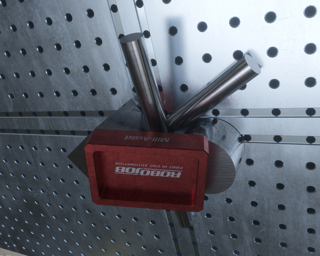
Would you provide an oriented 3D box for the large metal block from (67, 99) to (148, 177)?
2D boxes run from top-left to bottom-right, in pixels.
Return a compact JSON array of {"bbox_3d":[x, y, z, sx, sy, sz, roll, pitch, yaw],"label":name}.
[{"bbox_3d":[-0.065,0.018,0.418,0.050,0.080,0.080,47,129,-5],"label":"large metal block"}]

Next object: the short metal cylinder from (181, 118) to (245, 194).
[{"bbox_3d":[0.059,0.034,0.383,0.080,0.050,0.079,13,124,20],"label":"short metal cylinder"}]

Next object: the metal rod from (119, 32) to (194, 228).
[{"bbox_3d":[0.006,0.027,0.394,0.025,0.025,0.298,4,130,26],"label":"metal rod"}]

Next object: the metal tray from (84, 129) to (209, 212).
[{"bbox_3d":[-0.014,0.050,0.353,0.131,0.030,0.089,3,122,5],"label":"metal tray"}]

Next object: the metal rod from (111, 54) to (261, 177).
[{"bbox_3d":[0.004,0.006,0.412,0.025,0.025,0.299,47,129,-6],"label":"metal rod"}]
